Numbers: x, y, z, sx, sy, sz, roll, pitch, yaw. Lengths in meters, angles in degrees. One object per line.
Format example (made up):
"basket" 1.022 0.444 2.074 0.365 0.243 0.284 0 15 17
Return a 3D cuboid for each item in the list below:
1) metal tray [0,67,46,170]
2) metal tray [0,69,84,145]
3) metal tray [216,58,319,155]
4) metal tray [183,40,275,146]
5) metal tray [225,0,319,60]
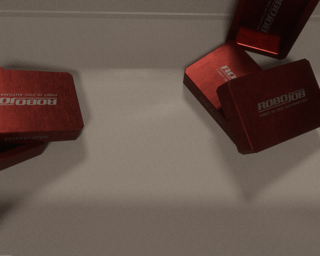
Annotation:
"metal tray" -0.214 -0.011 0.382 0.091 0.030 0.130 -25 74 -39
"metal tray" -0.169 -0.027 0.380 0.131 0.030 0.090 -3 61 -32
"metal tray" 0.145 -0.029 0.391 0.131 0.030 0.090 -18 87 -21
"metal tray" 0.105 -0.049 0.426 0.090 0.030 0.130 -34 74 -12
"metal tray" 0.148 -0.156 0.411 0.090 0.129 0.030 17 59 5
